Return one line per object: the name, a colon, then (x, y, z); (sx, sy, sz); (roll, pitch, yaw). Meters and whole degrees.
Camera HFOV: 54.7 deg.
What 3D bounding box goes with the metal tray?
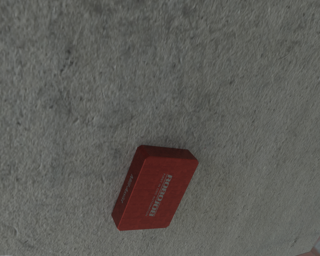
metal tray: (-0.008, 0.091, 0.457); (0.091, 0.030, 0.129); (8, 114, -33)
